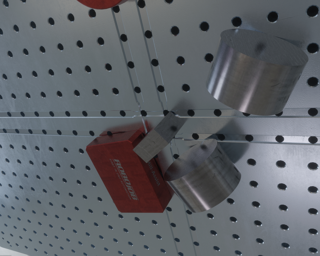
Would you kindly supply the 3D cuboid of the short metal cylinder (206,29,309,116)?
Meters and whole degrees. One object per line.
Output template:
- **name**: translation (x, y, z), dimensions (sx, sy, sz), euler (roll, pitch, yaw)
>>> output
- **short metal cylinder**: translation (0.089, -0.055, 0.295), dimensions (0.080, 0.080, 0.050), euler (23, 127, 14)

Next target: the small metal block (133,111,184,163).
- **small metal block**: translation (-0.002, 0.011, 0.403), dimensions (0.025, 0.050, 0.050), euler (44, 129, -2)

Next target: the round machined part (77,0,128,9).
- **round machined part**: translation (-0.058, -0.178, 0.321), dimensions (0.098, 0.042, 0.097), euler (13, 124, 21)

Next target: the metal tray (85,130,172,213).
- **metal tray**: translation (-0.047, 0.071, 0.477), dimensions (0.090, 0.030, 0.129), euler (-10, 114, 32)

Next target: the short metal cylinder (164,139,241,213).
- **short metal cylinder**: translation (0.052, 0.058, 0.384), dimensions (0.080, 0.080, 0.050), euler (-30, 102, 38)
